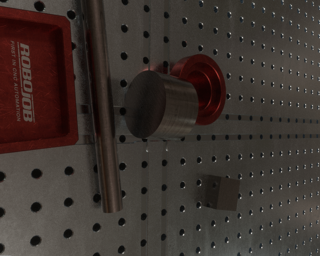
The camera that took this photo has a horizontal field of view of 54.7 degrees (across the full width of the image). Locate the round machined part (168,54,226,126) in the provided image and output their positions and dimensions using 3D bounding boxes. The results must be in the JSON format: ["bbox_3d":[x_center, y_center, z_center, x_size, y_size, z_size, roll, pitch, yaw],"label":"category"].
[{"bbox_3d":[0.047,-0.052,0.439,0.099,0.042,0.097,0,90,-41],"label":"round machined part"}]

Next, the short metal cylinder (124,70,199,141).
[{"bbox_3d":[0.000,-0.026,0.375,0.050,0.080,0.080,6,86,-40],"label":"short metal cylinder"}]

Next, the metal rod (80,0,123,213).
[{"bbox_3d":[-0.068,-0.053,0.352,0.025,0.025,0.298,-8,96,-40],"label":"metal rod"}]

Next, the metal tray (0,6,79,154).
[{"bbox_3d":[-0.131,-0.044,0.297,0.091,0.030,0.129,-6,94,-40],"label":"metal tray"}]

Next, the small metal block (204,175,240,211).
[{"bbox_3d":[0.100,0.104,0.496,0.050,0.025,0.050,17,79,-39],"label":"small metal block"}]
